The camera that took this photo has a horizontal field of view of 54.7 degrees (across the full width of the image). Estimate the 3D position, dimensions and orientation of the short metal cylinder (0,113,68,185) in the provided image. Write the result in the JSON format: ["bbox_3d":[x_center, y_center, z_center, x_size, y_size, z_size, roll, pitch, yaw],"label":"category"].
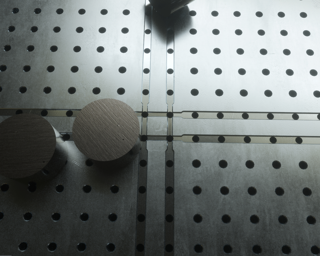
[{"bbox_3d":[-0.162,0.028,0.387,0.081,0.050,0.080,0,70,0],"label":"short metal cylinder"}]

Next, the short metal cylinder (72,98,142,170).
[{"bbox_3d":[-0.065,0.009,0.394,0.081,0.050,0.080,0,70,0],"label":"short metal cylinder"}]

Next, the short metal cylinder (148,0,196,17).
[{"bbox_3d":[0.013,-0.215,0.461,0.050,0.080,0.080,-35,74,-12],"label":"short metal cylinder"}]
